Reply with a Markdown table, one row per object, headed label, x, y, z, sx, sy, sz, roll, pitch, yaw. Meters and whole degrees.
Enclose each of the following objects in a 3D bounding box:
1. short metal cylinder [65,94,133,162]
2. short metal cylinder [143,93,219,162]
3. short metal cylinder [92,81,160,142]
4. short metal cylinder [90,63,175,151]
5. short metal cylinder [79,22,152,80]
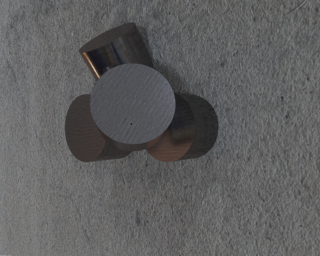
| label | x | y | z | sx | sy | sz | roll | pitch | yaw |
| --- | --- | --- | --- | --- | --- | --- | --- | --- | --- |
| short metal cylinder | -0.072 | 0.000 | 0.381 | 0.080 | 0.050 | 0.079 | 0 | 90 | 39 |
| short metal cylinder | 0.022 | -0.001 | 0.370 | 0.080 | 0.050 | 0.079 | 0 | 90 | 39 |
| short metal cylinder | -0.047 | -0.022 | 0.427 | 0.080 | 0.050 | 0.079 | 0 | 90 | 39 |
| short metal cylinder | -0.028 | -0.019 | 0.317 | 0.050 | 0.081 | 0.080 | 118 | 140 | -76 |
| short metal cylinder | -0.058 | -0.097 | 0.408 | 0.080 | 0.080 | 0.050 | 0 | 129 | 39 |
